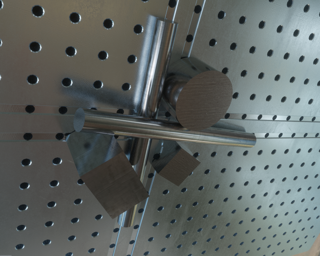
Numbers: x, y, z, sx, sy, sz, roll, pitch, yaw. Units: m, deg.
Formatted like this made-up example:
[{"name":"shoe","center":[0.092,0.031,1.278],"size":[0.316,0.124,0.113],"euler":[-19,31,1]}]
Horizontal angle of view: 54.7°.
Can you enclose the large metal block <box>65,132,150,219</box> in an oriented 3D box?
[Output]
[{"name":"large metal block","center":[-0.063,0.046,0.369],"size":[0.050,0.080,0.080],"euler":[-31,129,-9]}]

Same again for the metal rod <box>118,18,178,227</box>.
[{"name":"metal rod","center":[-0.022,0.012,0.408],"size":[0.025,0.025,0.298],"euler":[-2,119,-28]}]

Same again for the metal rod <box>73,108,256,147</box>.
[{"name":"metal rod","center":[0.033,0.006,0.410],"size":[0.302,0.025,0.025],"euler":[7,115,-40]}]

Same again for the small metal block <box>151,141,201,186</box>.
[{"name":"small metal block","center":[0.024,0.052,0.460],"size":[0.050,0.025,0.050],"euler":[-48,129,5]}]

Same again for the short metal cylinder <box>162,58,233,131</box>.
[{"name":"short metal cylinder","center":[0.044,-0.043,0.394],"size":[0.081,0.050,0.079],"euler":[-14,125,-21]}]
